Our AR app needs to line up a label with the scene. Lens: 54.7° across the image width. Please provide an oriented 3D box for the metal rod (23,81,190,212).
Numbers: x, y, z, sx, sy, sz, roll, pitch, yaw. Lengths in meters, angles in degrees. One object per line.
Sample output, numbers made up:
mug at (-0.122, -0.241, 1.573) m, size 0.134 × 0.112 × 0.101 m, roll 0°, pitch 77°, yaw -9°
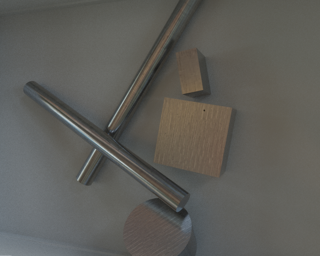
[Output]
metal rod at (-0.087, 0.011, 0.413) m, size 0.300 × 0.025 × 0.025 m, roll 33°, pitch 101°, yaw 26°

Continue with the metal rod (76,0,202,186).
metal rod at (-0.032, -0.049, 0.420) m, size 0.025 × 0.025 × 0.299 m, roll 35°, pitch 101°, yaw 16°

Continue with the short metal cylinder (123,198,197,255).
short metal cylinder at (0.001, 0.133, 0.374) m, size 0.080 × 0.050 × 0.080 m, roll -8°, pitch 45°, yaw 8°

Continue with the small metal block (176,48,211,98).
small metal block at (0.042, -0.066, 0.382) m, size 0.025 × 0.050 × 0.050 m, roll -10°, pitch 87°, yaw 19°

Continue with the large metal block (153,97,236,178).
large metal block at (0.044, 0.009, 0.381) m, size 0.080 × 0.050 × 0.079 m, roll 11°, pitch 94°, yaw 19°
